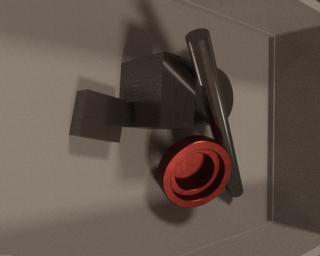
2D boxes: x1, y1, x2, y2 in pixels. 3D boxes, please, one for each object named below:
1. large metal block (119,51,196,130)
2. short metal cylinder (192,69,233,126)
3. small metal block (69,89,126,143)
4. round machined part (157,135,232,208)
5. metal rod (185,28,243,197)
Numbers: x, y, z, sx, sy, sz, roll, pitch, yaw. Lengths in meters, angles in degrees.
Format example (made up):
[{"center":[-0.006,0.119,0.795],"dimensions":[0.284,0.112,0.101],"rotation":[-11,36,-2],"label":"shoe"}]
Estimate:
[{"center":[-0.005,-0.039,0.368],"dimensions":[0.050,0.080,0.080],"rotation":[5,87,-40],"label":"large metal block"},{"center":[0.060,-0.043,0.443],"dimensions":[0.081,0.050,0.079],"rotation":[0,90,-40],"label":"short metal cylinder"},{"center":[-0.070,-0.012,0.350],"dimensions":[0.050,0.025,0.050],"rotation":[14,81,-40],"label":"small metal block"},{"center":[0.043,0.054,0.417],"dimensions":[0.099,0.042,0.097],"rotation":[-8,113,-18],"label":"round machined part"},{"center":[0.082,0.005,0.416],"dimensions":[0.025,0.025,0.299],"rotation":[-53,140,-27],"label":"metal rod"}]
